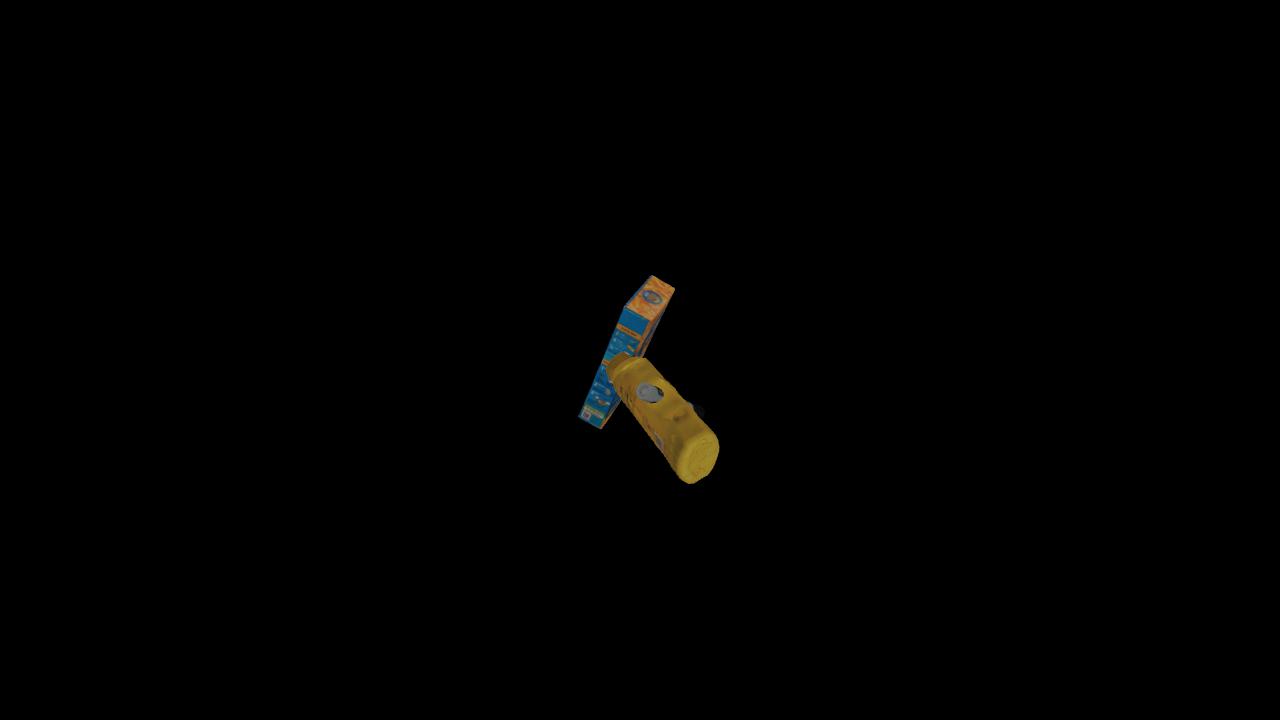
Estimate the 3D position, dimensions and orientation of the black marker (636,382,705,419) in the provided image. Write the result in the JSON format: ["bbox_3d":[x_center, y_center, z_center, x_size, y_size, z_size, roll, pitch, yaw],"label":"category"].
[{"bbox_3d":[0.037,0.048,0.681,0.020,0.020,0.121,0,-16,36],"label":"black marker"}]

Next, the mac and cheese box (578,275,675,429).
[{"bbox_3d":[-0.018,-0.007,0.768,0.041,0.184,0.093,30,38,6],"label":"mac and cheese box"}]

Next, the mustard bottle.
[{"bbox_3d":[0.014,0.047,0.688,0.054,0.184,0.092,-33,-36,-11],"label":"mustard bottle"}]
